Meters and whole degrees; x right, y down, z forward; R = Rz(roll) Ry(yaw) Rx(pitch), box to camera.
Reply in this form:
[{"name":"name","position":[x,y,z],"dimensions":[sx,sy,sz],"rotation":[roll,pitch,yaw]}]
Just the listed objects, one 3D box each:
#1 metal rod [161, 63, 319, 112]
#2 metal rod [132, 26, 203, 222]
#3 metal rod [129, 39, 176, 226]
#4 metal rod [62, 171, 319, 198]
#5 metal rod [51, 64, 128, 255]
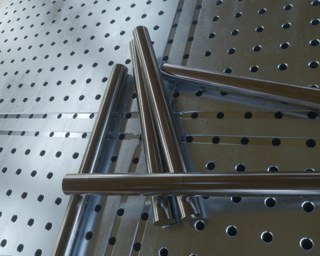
[{"name":"metal rod","position":[0.127,-0.045,0.368],"dimensions":[0.300,0.025,0.025],"rotation":[18,71,34]},{"name":"metal rod","position":[0.002,-0.028,0.409],"dimensions":[0.025,0.025,0.299],"rotation":[-23,57,14]},{"name":"metal rod","position":[-0.016,-0.017,0.425],"dimensions":[0.025,0.025,0.299],"rotation":[-21,54,15]},{"name":"metal rod","position":[0.039,0.058,0.320],"dimensions":[0.301,0.025,0.025],"rotation":[-3,60,15]},{"name":"metal rod","position":[-0.092,0.036,0.432],"dimensions":[0.025,0.025,0.299],"rotation":[-2,61,27]}]
